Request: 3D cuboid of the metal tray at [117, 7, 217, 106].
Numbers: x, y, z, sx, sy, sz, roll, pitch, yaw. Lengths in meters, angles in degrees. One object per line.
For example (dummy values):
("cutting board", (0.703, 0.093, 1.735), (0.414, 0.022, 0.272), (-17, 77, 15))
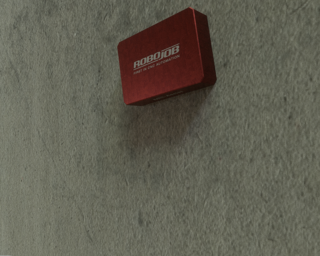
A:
("metal tray", (0.004, -0.085, 0.400), (0.130, 0.030, 0.090), (-12, 82, 39))
